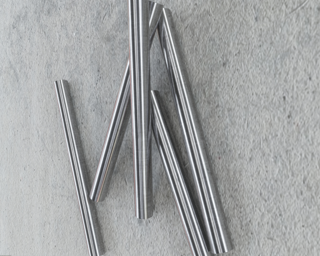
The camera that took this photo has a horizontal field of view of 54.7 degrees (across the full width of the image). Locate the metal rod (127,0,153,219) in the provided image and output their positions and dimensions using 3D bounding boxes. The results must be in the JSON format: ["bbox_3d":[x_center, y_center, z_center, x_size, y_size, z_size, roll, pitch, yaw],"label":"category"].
[{"bbox_3d":[-0.024,-0.026,0.386,0.025,0.025,0.298,12,109,39],"label":"metal rod"}]

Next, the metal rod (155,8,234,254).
[{"bbox_3d":[0.036,-0.006,0.375,0.025,0.025,0.299,-22,76,38],"label":"metal rod"}]

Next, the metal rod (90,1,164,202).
[{"bbox_3d":[-0.053,-0.022,0.430,0.025,0.025,0.298,35,117,34],"label":"metal rod"}]

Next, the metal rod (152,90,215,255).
[{"bbox_3d":[0.032,0.092,0.378,0.025,0.025,0.299,-29,72,36],"label":"metal rod"}]

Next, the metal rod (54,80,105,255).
[{"bbox_3d":[-0.137,0.060,0.518,0.025,0.025,0.299,-25,74,37],"label":"metal rod"}]
